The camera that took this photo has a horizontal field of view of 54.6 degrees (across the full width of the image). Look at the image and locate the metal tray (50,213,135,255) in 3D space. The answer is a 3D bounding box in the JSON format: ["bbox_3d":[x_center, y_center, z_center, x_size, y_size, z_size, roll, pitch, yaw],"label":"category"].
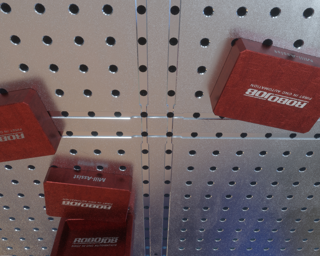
[{"bbox_3d":[-0.112,0.195,0.533,0.131,0.090,0.030,-2,130,1],"label":"metal tray"}]

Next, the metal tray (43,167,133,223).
[{"bbox_3d":[-0.115,0.110,0.501,0.131,0.030,0.089,8,130,-7],"label":"metal tray"}]

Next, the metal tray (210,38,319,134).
[{"bbox_3d":[0.137,-0.046,0.370,0.131,0.030,0.089,11,129,-10],"label":"metal tray"}]

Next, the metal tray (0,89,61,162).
[{"bbox_3d":[-0.211,0.002,0.408,0.131,0.030,0.090,-9,130,7],"label":"metal tray"}]
